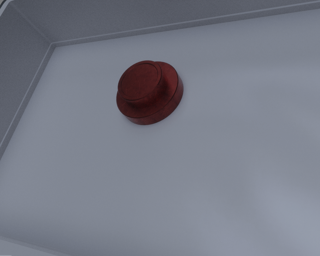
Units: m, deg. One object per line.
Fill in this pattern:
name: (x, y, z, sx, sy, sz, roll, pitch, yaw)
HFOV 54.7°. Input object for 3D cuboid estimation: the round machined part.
round machined part: (-0.020, -0.056, 0.439, 0.098, 0.042, 0.098, -13, 56, 20)
